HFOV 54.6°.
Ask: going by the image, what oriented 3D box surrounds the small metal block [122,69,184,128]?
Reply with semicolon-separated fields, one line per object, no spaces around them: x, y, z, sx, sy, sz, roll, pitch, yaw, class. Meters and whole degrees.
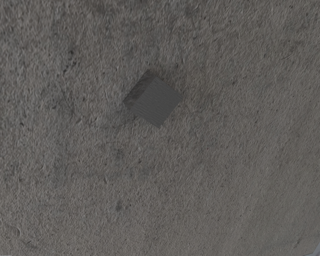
-0.008;-0.035;0.380;0.050;0.025;0.050;32;100;-38;small metal block
